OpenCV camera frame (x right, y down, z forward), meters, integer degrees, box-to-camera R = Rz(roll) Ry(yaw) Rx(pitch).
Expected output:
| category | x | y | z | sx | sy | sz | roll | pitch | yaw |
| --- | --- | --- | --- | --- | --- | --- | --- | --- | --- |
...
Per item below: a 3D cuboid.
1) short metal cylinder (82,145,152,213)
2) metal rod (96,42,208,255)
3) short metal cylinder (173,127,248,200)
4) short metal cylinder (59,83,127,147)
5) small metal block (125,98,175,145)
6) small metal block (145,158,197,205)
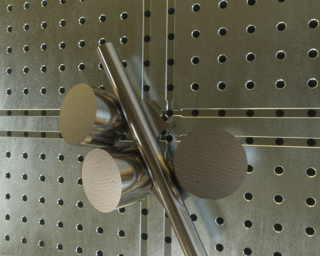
| category | x | y | z | sx | sy | sz | roll | pitch | yaw |
| --- | --- | --- | --- | --- | --- | --- | --- | --- | --- |
| short metal cylinder | -0.057 | 0.063 | 0.401 | 0.080 | 0.050 | 0.079 | 5 | 97 | 42 |
| metal rod | -0.012 | 0.029 | 0.385 | 0.025 | 0.025 | 0.299 | -27 | 81 | 18 |
| short metal cylinder | 0.056 | 0.044 | 0.362 | 0.081 | 0.050 | 0.080 | 0 | 75 | 1 |
| short metal cylinder | -0.089 | -0.014 | 0.412 | 0.080 | 0.050 | 0.080 | -9 | 76 | 39 |
| small metal block | -0.018 | -0.004 | 0.415 | 0.050 | 0.025 | 0.050 | -45 | 76 | 14 |
| small metal block | 0.017 | 0.073 | 0.402 | 0.050 | 0.025 | 0.050 | -42 | 77 | 15 |
